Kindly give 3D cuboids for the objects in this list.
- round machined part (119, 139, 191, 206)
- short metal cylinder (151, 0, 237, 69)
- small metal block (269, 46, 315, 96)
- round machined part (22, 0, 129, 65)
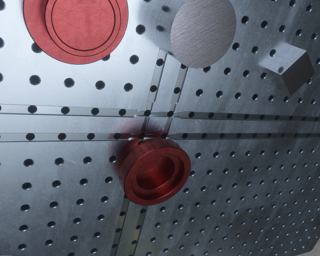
[{"bbox_3d":[-0.010,0.056,0.429,0.099,0.042,0.097,-14,124,-21],"label":"round machined part"},{"bbox_3d":[0.037,-0.113,0.345,0.081,0.050,0.079,-14,124,-21],"label":"short metal cylinder"},{"bbox_3d":[0.200,-0.085,0.467,0.050,0.025,0.050,-44,129,2],"label":"small metal block"},{"bbox_3d":[-0.076,-0.106,0.293,0.099,0.042,0.097,-14,124,-21],"label":"round machined part"}]
